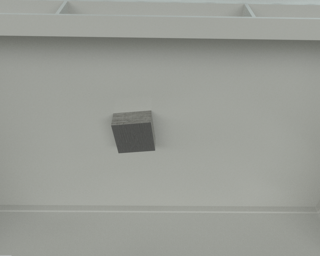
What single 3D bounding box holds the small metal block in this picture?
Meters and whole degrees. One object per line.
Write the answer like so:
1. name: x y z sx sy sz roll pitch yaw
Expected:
1. small metal block: -0.034 0.006 0.413 0.050 0.025 0.050 -4 130 3
